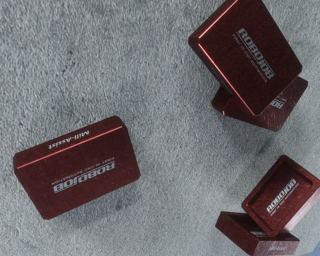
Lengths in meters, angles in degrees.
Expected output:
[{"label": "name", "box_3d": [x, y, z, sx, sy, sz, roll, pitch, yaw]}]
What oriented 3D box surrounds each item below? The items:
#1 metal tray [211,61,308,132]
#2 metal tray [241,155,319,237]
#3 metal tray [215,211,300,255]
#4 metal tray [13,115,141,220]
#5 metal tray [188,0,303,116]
[{"label": "metal tray", "box_3d": [0.148, -0.050, 0.453, 0.131, 0.030, 0.089, 14, 111, -34]}, {"label": "metal tray", "box_3d": [0.221, 0.125, 0.562, 0.030, 0.090, 0.130, 27, 103, -38]}, {"label": "metal tray", "box_3d": [0.176, 0.190, 0.558, 0.131, 0.090, 0.030, 15, 99, -35]}, {"label": "metal tray", "box_3d": [-0.096, 0.049, 0.381, 0.131, 0.030, 0.089, -23, 127, -15]}, {"label": "metal tray", "box_3d": [0.108, -0.090, 0.382, 0.090, 0.030, 0.130, -46, 115, -2]}]
